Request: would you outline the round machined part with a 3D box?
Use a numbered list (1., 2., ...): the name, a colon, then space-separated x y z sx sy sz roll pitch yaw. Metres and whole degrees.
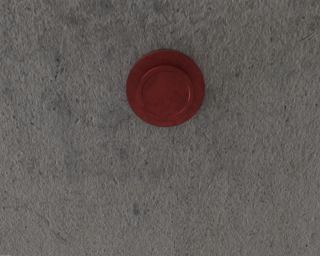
1. round machined part: 0.007 -0.046 0.384 0.099 0.042 0.097 0 110 0
